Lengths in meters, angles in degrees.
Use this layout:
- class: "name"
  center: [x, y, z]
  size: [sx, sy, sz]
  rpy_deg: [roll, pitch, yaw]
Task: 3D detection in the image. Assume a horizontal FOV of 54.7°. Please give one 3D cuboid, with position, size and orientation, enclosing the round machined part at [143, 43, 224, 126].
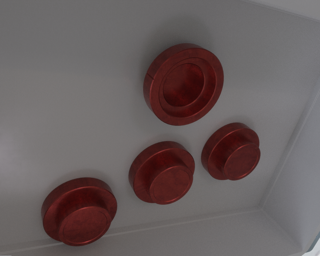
- class: "round machined part"
  center: [0.025, -0.055, 0.377]
  size: [0.099, 0.042, 0.097]
  rpy_deg: [-14, 124, -21]

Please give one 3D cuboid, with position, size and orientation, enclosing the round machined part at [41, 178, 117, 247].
- class: "round machined part"
  center: [-0.104, 0.118, 0.414]
  size: [0.099, 0.042, 0.097]
  rpy_deg: [-14, 124, -21]

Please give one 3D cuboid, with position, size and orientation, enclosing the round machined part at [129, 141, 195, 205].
- class: "round machined part"
  center: [0.008, 0.071, 0.446]
  size: [0.099, 0.042, 0.097]
  rpy_deg: [-14, 124, -21]

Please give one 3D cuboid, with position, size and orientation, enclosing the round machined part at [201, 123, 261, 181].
- class: "round machined part"
  center: [0.118, 0.044, 0.489]
  size: [0.099, 0.042, 0.097]
  rpy_deg: [-14, 124, -21]
